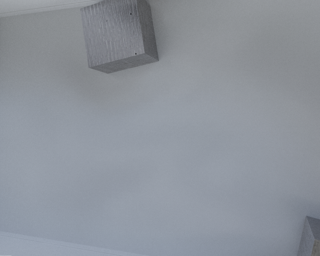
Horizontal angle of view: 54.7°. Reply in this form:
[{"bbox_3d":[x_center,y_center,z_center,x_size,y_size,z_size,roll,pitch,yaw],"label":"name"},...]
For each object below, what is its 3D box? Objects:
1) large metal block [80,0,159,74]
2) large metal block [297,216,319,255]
[{"bbox_3d":[-0.053,-0.124,0.416,0.080,0.050,0.080,-10,87,19],"label":"large metal block"},{"bbox_3d":[0.190,0.135,0.314,0.080,0.080,0.050,12,94,19],"label":"large metal block"}]
